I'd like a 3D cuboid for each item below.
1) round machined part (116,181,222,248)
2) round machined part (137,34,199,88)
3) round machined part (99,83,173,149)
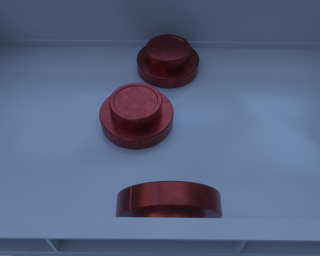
[{"bbox_3d":[0.008,0.085,0.288,0.099,0.098,0.042,0,62,-1],"label":"round machined part"},{"bbox_3d":[0.013,-0.111,0.487,0.099,0.042,0.098,0,50,0],"label":"round machined part"},{"bbox_3d":[-0.031,-0.023,0.413,0.099,0.042,0.098,0,50,0],"label":"round machined part"}]
